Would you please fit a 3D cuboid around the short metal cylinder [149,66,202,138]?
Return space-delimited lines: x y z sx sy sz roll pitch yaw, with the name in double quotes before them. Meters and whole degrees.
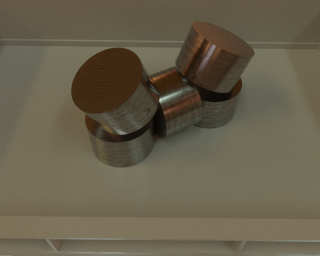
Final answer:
"short metal cylinder" 0.010 -0.033 0.395 0.050 0.080 0.080 -24 54 -19

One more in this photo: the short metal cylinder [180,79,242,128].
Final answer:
"short metal cylinder" 0.067 -0.047 0.427 0.081 0.050 0.080 0 50 0

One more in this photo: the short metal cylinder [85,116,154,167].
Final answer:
"short metal cylinder" -0.048 0.001 0.385 0.081 0.050 0.080 0 50 0

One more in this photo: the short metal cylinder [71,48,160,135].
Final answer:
"short metal cylinder" -0.047 -0.039 0.335 0.080 0.050 0.080 -9 62 17

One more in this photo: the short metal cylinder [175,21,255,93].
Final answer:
"short metal cylinder" 0.065 -0.087 0.376 0.081 0.050 0.080 18 35 -13
